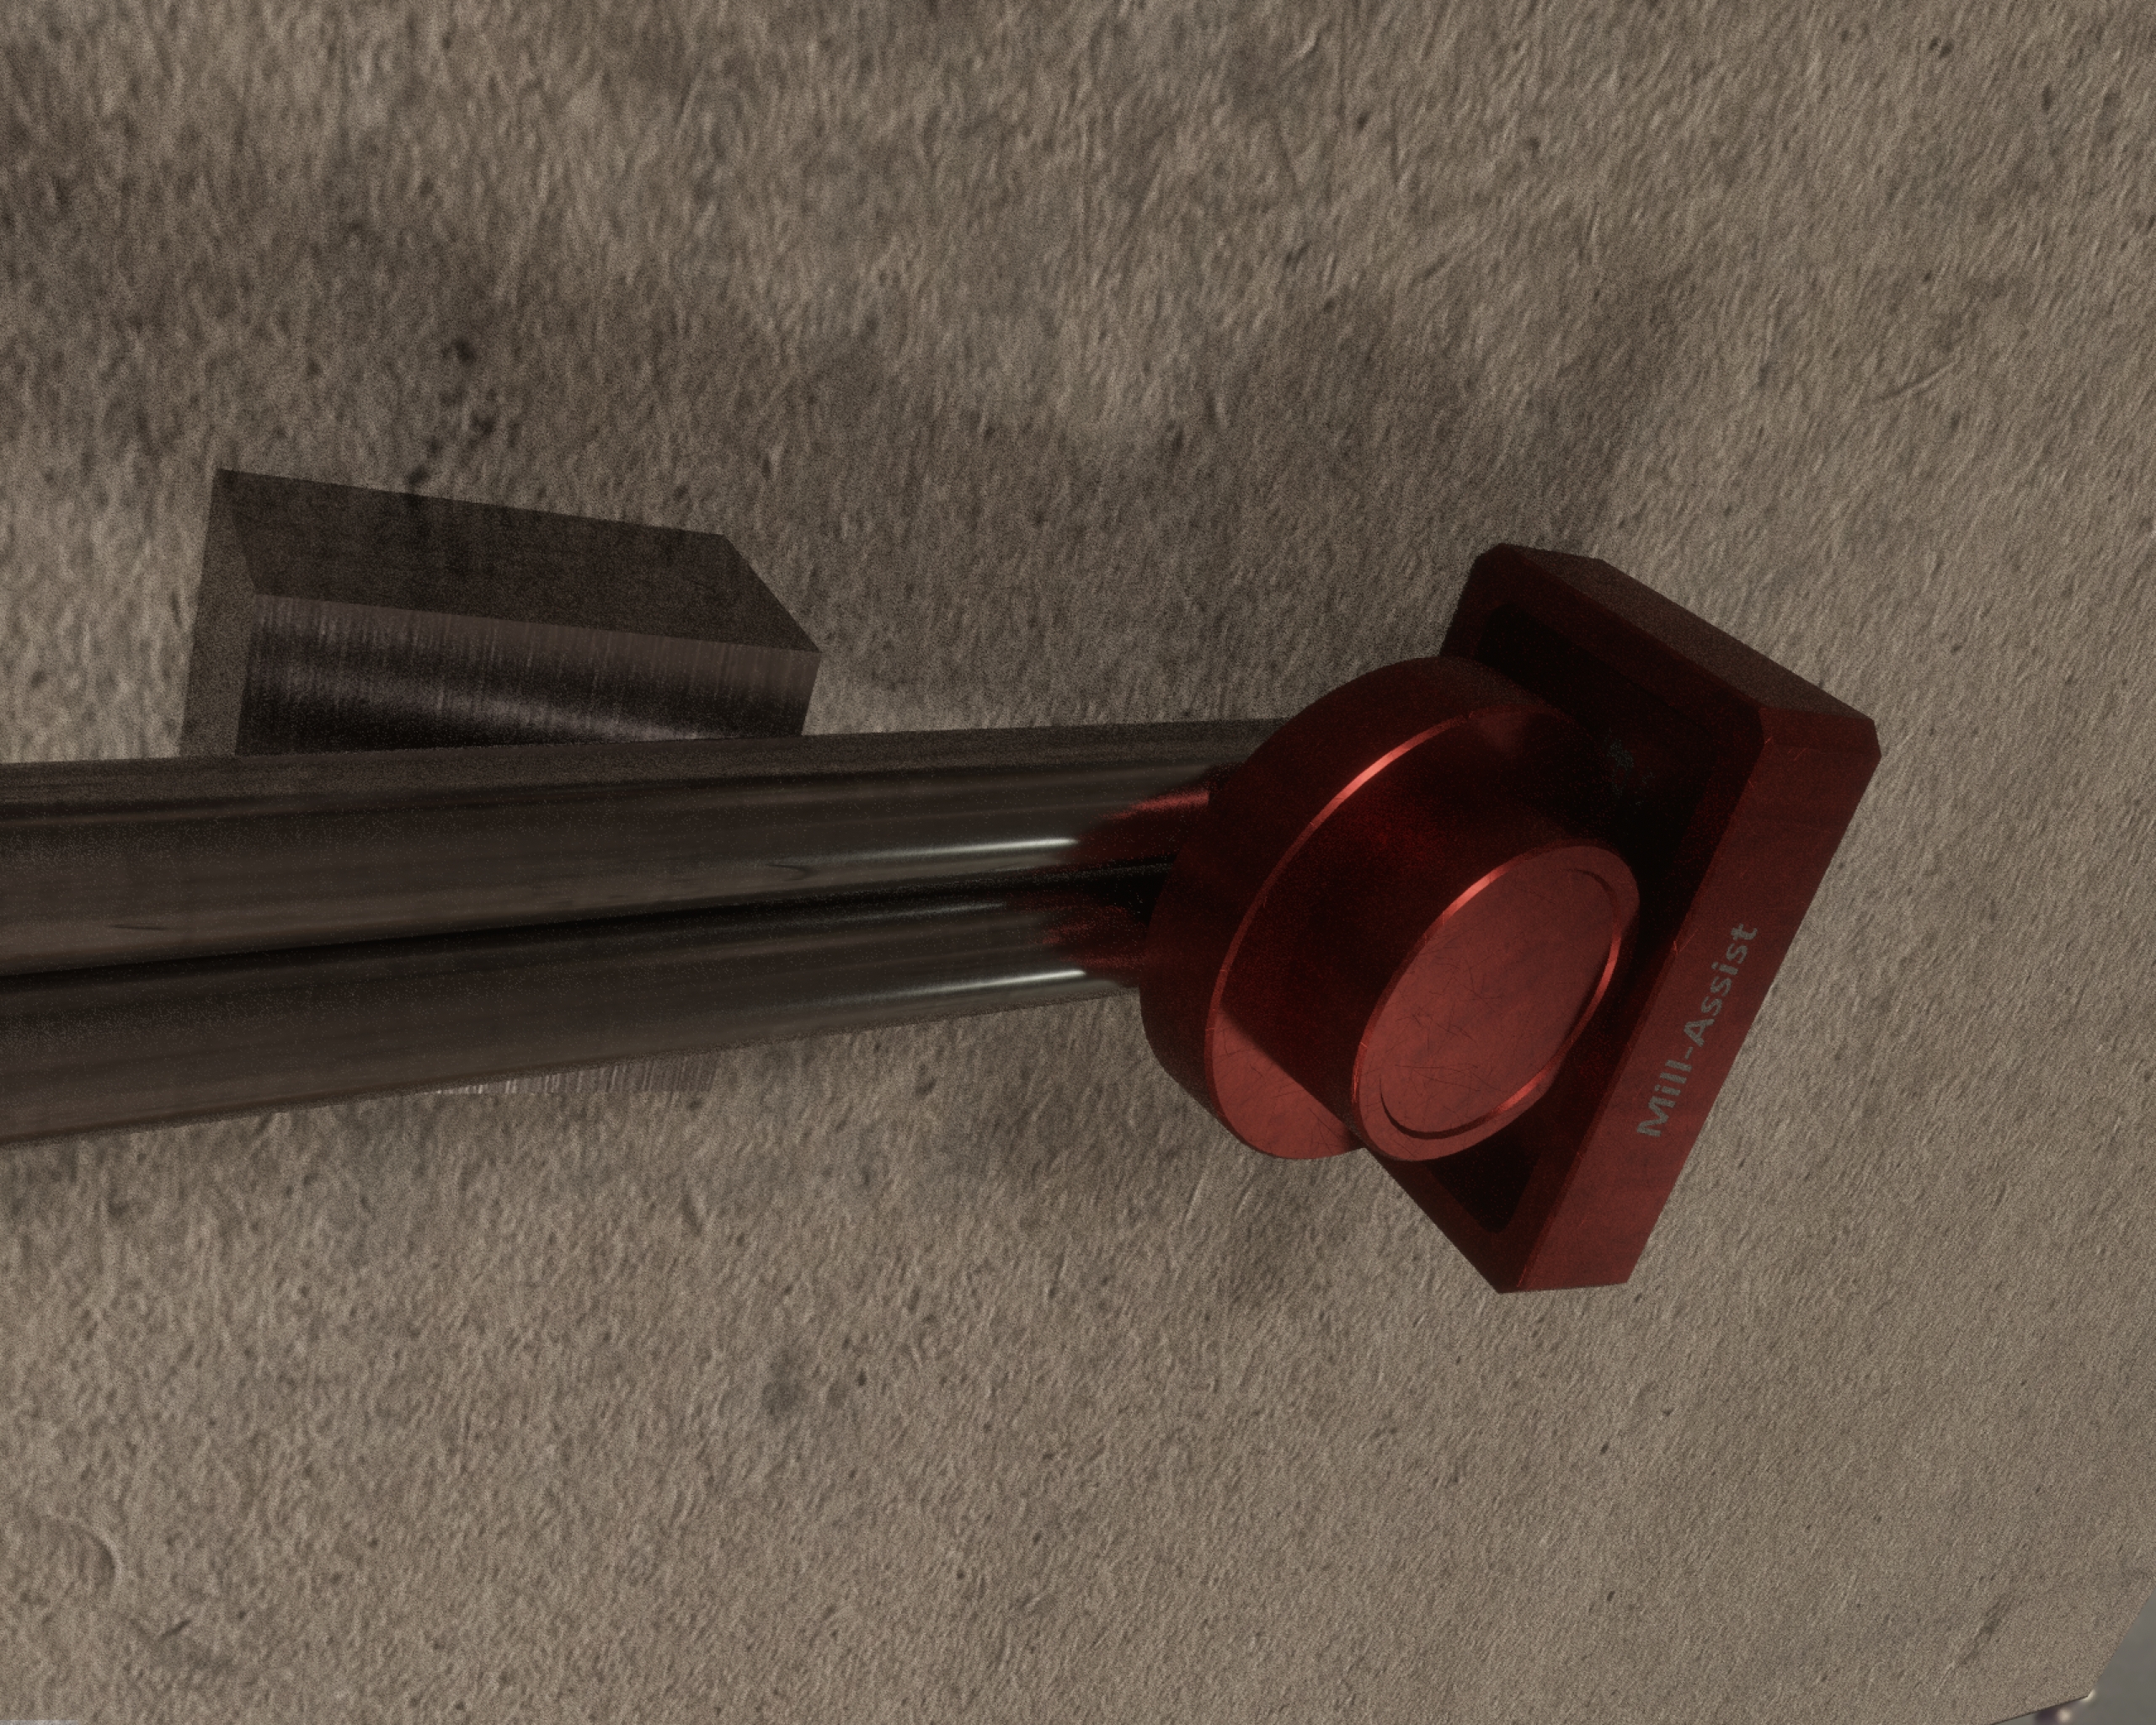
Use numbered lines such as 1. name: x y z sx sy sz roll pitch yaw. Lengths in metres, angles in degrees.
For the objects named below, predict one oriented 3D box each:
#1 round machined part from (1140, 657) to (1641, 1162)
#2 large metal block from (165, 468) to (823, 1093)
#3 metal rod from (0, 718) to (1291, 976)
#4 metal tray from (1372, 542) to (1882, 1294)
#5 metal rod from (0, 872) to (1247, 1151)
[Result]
1. round machined part: 0.063 0.015 0.380 0.099 0.042 0.097 -23 133 -27
2. large metal block: -0.095 -0.011 0.330 0.081 0.050 0.079 3 117 -30
3. metal rod: -0.024 -0.009 0.333 0.302 0.025 0.025 -5 122 -41
4. metal tray: 0.097 0.011 0.427 0.030 0.090 0.129 4 117 -31
5. metal rod: -0.032 0.015 0.343 0.302 0.025 0.025 -5 122 -41
